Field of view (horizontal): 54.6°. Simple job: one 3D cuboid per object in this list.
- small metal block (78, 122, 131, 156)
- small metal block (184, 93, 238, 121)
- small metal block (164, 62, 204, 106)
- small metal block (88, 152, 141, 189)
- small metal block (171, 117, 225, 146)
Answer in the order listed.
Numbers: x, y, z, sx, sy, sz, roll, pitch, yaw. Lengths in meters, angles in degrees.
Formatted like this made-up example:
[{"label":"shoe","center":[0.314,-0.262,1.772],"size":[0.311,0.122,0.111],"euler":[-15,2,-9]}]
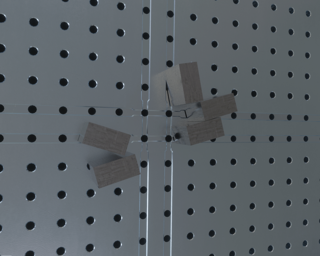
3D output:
[{"label":"small metal block","center":[-0.068,0.012,0.374],"size":[0.050,0.050,0.025],"euler":[18,84,-19]},{"label":"small metal block","center":[0.068,-0.028,0.424],"size":[0.050,0.050,0.025],"euler":[-16,96,-19]},{"label":"small metal block","center":[0.031,-0.057,0.410],"size":[0.025,0.050,0.050],"euler":[-12,94,-20]},{"label":"small metal block","center":[-0.057,0.049,0.378],"size":[0.050,0.050,0.025],"euler":[-17,96,-19]},{"label":"small metal block","center":[0.050,0.004,0.417],"size":[0.050,0.050,0.025],"euler":[-15,95,-19]}]
